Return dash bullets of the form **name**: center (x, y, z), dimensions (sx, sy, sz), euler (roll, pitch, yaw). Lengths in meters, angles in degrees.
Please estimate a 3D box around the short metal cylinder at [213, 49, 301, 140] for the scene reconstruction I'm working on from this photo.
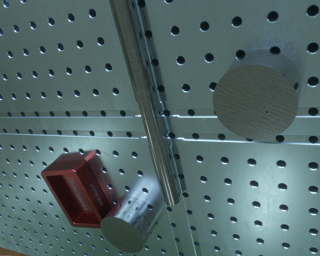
- **short metal cylinder**: center (0.101, -0.035, 0.320), dimensions (0.080, 0.050, 0.079), euler (13, 124, 21)

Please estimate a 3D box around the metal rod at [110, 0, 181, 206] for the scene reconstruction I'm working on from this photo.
- **metal rod**: center (-0.013, -0.022, 0.404), dimensions (0.025, 0.025, 0.298), euler (1, 119, 28)

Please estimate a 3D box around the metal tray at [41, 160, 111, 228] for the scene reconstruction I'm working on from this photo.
- **metal tray**: center (-0.148, 0.122, 0.561), dimensions (0.090, 0.030, 0.129), euler (-9, 114, 32)

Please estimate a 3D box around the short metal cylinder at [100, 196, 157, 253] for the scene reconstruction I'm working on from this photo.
- **short metal cylinder**: center (-0.052, 0.163, 0.523), dimensions (0.080, 0.050, 0.079), euler (13, 124, 21)
